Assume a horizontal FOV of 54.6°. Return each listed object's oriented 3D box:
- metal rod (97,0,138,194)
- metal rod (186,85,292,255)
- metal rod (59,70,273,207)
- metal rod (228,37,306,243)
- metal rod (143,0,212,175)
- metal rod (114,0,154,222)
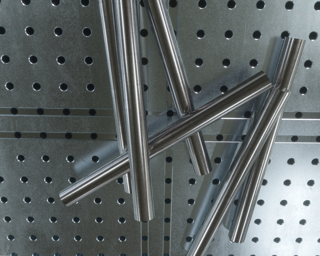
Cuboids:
[{"bbox_3d":[-0.051,-0.052,0.393,0.025,0.025,0.298,-5,110,2],"label":"metal rod"},{"bbox_3d":[0.098,0.081,0.430,0.025,0.025,0.298,17,114,-6],"label":"metal rod"},{"bbox_3d":[0.000,0.019,0.392,0.300,0.025,0.025,-31,107,10],"label":"metal rod"},{"bbox_3d":[0.140,0.030,0.425,0.025,0.025,0.298,8,110,-3],"label":"metal rod"},{"bbox_3d":[0.017,-0.074,0.386,0.025,0.025,0.299,-16,109,6],"label":"metal rod"},{"bbox_3d":[-0.030,-0.036,0.358,0.025,0.025,0.298,-4,100,1],"label":"metal rod"}]
